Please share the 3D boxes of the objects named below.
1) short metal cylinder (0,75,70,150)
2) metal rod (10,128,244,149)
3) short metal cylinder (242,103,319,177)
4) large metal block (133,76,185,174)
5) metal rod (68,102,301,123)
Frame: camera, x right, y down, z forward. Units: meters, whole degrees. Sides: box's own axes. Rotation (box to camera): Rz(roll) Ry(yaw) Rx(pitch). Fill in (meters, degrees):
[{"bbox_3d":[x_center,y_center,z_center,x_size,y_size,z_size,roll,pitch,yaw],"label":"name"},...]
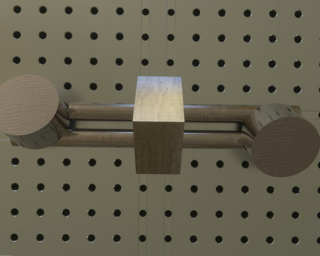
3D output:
[{"bbox_3d":[-0.159,-0.019,0.385,0.081,0.050,0.080,0,67,-1],"label":"short metal cylinder"},{"bbox_3d":[-0.042,0.014,0.412,0.302,0.025,0.025,1,90,0],"label":"metal rod"},{"bbox_3d":[0.148,0.014,0.389,0.081,0.050,0.079,0,112,0],"label":"short metal cylinder"},{"bbox_3d":[-0.001,-0.004,0.356,0.050,0.080,0.079,1,132,0],"label":"large metal block"},{"bbox_3d":[0.032,-0.020,0.413,0.302,0.025,0.025,1,90,0],"label":"metal rod"}]
